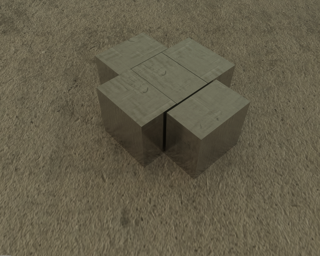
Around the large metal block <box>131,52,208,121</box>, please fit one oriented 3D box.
[{"bbox_3d":[0.010,-0.037,0.401,0.050,0.080,0.080,-35,59,-26],"label":"large metal block"}]

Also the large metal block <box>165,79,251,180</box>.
[{"bbox_3d":[0.054,0.002,0.368,0.080,0.080,0.050,-35,59,-26],"label":"large metal block"}]

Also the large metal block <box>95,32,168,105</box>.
[{"bbox_3d":[-0.036,-0.073,0.430,0.080,0.080,0.050,-35,59,-26],"label":"large metal block"}]

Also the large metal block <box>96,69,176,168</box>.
[{"bbox_3d":[-0.028,-0.011,0.379,0.050,0.080,0.080,-35,59,-26],"label":"large metal block"}]

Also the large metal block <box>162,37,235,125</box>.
[{"bbox_3d":[0.048,-0.063,0.423,0.050,0.080,0.080,-35,59,-26],"label":"large metal block"}]
